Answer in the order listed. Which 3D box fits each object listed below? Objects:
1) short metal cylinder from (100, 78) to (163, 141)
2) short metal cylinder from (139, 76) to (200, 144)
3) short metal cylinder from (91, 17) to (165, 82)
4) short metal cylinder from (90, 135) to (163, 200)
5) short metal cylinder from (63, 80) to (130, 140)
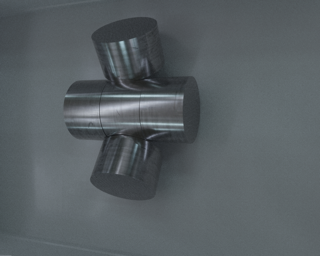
[{"bbox_3d":[-0.033,-0.023,0.391,0.050,0.080,0.080,1,91,20],"label":"short metal cylinder"},{"bbox_3d":[0.015,-0.022,0.374,0.050,0.080,0.080,1,91,20],"label":"short metal cylinder"},{"bbox_3d":[-0.038,-0.099,0.385,0.080,0.080,0.050,2,129,20],"label":"short metal cylinder"},{"bbox_3d":[-0.040,0.051,0.386,0.080,0.080,0.050,0,56,20],"label":"short metal cylinder"},{"bbox_3d":[-0.081,-0.023,0.408,0.050,0.080,0.080,1,91,20],"label":"short metal cylinder"}]
